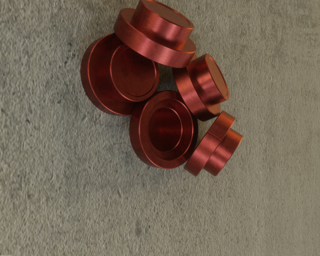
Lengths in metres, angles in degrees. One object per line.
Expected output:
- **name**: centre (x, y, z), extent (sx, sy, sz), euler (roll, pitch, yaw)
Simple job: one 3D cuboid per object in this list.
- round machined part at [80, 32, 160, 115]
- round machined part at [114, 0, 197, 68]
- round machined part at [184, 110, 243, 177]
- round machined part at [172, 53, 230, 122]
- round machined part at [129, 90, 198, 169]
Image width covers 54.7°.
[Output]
- **round machined part**: centre (-0.040, -0.064, 0.365), extent (0.099, 0.042, 0.097), euler (0, 90, -40)
- **round machined part**: centre (0.000, -0.115, 0.359), extent (0.099, 0.098, 0.042), euler (1, 131, -40)
- **round machined part**: centre (0.078, 0.028, 0.427), extent (0.042, 0.098, 0.098), euler (34, 62, 9)
- **round machined part**: centre (0.060, -0.061, 0.419), extent (0.098, 0.042, 0.098), euler (44, 33, -38)
- **round machined part**: centre (0.000, 0.002, 0.397), extent (0.099, 0.042, 0.097), euler (0, 90, -40)
